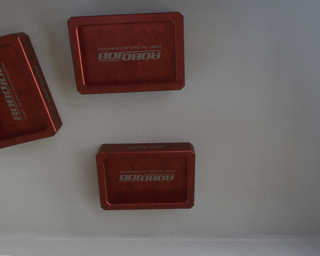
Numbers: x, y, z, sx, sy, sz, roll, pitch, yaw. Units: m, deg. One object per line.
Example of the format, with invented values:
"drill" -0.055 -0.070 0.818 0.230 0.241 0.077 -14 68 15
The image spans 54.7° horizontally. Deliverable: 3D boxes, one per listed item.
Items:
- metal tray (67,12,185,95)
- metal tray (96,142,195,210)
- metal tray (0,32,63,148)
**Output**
"metal tray" -0.037 -0.090 0.374 0.131 0.030 0.089 -3 110 0
"metal tray" -0.018 0.068 0.433 0.131 0.030 0.089 -1 110 0
"metal tray" -0.190 -0.044 0.389 0.090 0.030 0.129 -14 110 4
